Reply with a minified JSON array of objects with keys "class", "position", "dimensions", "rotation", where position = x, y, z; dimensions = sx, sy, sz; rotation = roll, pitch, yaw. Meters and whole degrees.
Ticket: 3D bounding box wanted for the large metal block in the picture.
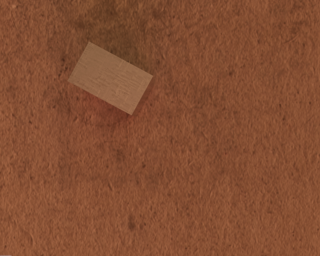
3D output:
[{"class":"large metal block","position":[-0.055,-0.055,0.382],"dimensions":[0.080,0.080,0.050],"rotation":[28,90,-1]}]
